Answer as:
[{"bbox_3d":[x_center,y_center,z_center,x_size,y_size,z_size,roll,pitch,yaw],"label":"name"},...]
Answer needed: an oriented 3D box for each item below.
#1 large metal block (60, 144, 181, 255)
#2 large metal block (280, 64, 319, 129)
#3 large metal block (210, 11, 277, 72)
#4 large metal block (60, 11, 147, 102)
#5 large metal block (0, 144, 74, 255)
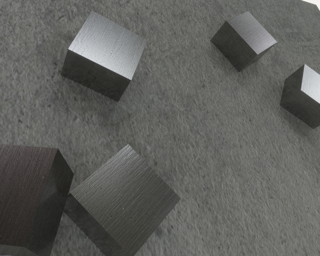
[{"bbox_3d":[-0.040,0.078,0.320,0.080,0.050,0.080,46,51,3],"label":"large metal block"},{"bbox_3d":[0.278,-0.059,0.577,0.080,0.050,0.080,34,51,-7],"label":"large metal block"},{"bbox_3d":[0.155,-0.160,0.572,0.081,0.050,0.080,-34,81,-38],"label":"large metal block"},{"bbox_3d":[-0.072,-0.094,0.407,0.080,0.050,0.080,25,53,-13],"label":"large metal block"},{"bbox_3d":[-0.129,0.061,0.262,0.080,0.050,0.080,4,56,5],"label":"large metal block"}]
